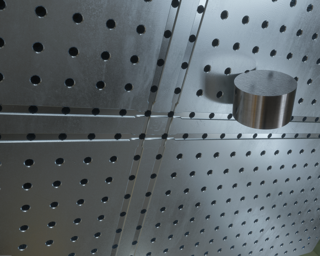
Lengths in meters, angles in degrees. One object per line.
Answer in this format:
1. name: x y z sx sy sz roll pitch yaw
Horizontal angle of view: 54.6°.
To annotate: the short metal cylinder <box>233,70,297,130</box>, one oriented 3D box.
1. short metal cylinder: 0.142 -0.041 0.427 0.081 0.080 0.050 -18 126 -18
